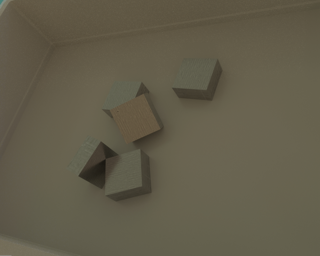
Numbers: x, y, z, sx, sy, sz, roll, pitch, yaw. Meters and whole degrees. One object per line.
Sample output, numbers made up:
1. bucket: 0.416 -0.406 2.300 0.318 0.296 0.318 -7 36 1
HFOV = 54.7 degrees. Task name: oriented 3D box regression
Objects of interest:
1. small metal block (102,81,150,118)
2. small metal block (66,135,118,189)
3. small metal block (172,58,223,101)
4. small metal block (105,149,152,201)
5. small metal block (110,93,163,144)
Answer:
1. small metal block: -0.050 -0.041 0.456 0.050 0.025 0.050 6 65 30
2. small metal block: -0.085 0.045 0.405 0.025 0.050 0.050 20 73 35
3. small metal block: 0.051 -0.067 0.419 0.050 0.025 0.050 8 66 31
4. small metal block: -0.040 0.060 0.389 0.050 0.025 0.050 -17 55 17
5. small metal block: -0.030 -0.013 0.411 0.050 0.025 0.050 -24 95 13
